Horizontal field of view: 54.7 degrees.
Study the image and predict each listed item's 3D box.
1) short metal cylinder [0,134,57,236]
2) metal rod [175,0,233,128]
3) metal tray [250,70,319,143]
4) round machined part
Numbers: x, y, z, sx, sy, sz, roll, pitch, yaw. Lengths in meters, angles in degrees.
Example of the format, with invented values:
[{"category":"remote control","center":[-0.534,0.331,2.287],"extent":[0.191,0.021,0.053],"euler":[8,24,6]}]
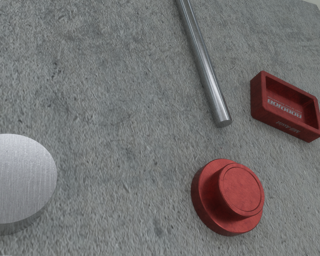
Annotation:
[{"category":"short metal cylinder","center":[-0.140,0.052,0.281],"extent":[0.081,0.050,0.080],"euler":[14,56,-21]},{"category":"metal rod","center":[0.065,-0.138,0.524],"extent":[0.025,0.025,0.299],"euler":[1,61,-28]},{"category":"metal tray","center":[0.222,-0.037,0.545],"extent":[0.131,0.030,0.090],"euler":[22,53,-16]},{"category":"round machined part","center":[0.092,0.083,0.394],"extent":[0.099,0.042,0.098],"euler":[14,56,-21]}]
